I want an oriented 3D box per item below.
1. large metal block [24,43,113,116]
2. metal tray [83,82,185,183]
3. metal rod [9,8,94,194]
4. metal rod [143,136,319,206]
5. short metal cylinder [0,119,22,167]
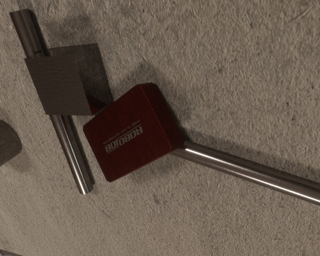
[{"bbox_3d":[-0.119,-0.064,0.412,0.080,0.050,0.079,2,120,27],"label":"large metal block"},{"bbox_3d":[-0.040,0.009,0.411,0.130,0.030,0.090,-31,83,37],"label":"metal tray"},{"bbox_3d":[-0.157,-0.024,0.472,0.025,0.025,0.298,2,120,27],"label":"metal rod"},{"bbox_3d":[0.113,0.054,0.379,0.301,0.025,0.025,18,125,17],"label":"metal rod"},{"bbox_3d":[-0.303,0.029,0.565,0.080,0.050,0.079,13,124,20],"label":"short metal cylinder"}]
